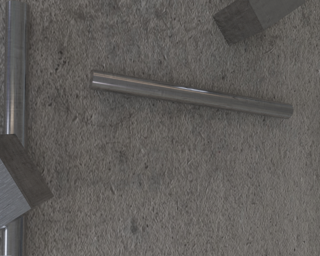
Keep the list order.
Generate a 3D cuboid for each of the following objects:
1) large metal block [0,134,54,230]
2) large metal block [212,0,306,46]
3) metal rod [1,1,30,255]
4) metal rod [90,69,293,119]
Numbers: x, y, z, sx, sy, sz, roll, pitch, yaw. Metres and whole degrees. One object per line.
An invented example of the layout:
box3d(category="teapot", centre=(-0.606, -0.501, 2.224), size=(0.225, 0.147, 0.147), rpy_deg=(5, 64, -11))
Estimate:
box3d(category="large metal block", centre=(-0.171, 0.061, 0.311), size=(0.080, 0.050, 0.080), rpy_deg=(-33, 88, 3))
box3d(category="large metal block", centre=(0.134, -0.165, 0.429), size=(0.080, 0.080, 0.050), rpy_deg=(-36, 102, -16))
box3d(category="metal rod", centre=(-0.162, 0.011, 0.349), size=(0.025, 0.025, 0.298), rpy_deg=(1, 90, -20))
box3d(category="metal rod", centre=(0.058, -0.043, 0.430), size=(0.302, 0.025, 0.025), rpy_deg=(7, 88, -20))
